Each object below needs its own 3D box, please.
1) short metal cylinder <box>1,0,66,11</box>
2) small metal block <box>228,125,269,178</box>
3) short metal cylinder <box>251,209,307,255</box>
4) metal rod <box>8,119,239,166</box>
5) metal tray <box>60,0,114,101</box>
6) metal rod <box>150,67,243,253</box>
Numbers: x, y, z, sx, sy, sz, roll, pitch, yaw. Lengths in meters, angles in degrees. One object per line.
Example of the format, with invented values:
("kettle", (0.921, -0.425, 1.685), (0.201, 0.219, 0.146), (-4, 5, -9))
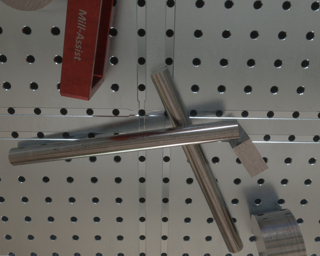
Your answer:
("short metal cylinder", (-0.139, -0.169, 0.336), (0.081, 0.050, 0.079), (0, 110, -1))
("small metal block", (0.114, 0.030, 0.413), (0.025, 0.050, 0.050), (-33, 107, 11))
("short metal cylinder", (0.168, 0.161, 0.446), (0.050, 0.080, 0.079), (-11, 110, 4))
("metal rod", (-0.053, 0.020, 0.402), (0.301, 0.025, 0.025), (-7, 110, 9))
("metal tray", (-0.077, -0.104, 0.339), (0.030, 0.090, 0.129), (10, 110, -4))
("metal rod", (0.058, 0.057, 0.435), (0.025, 0.025, 0.299), (-22, 109, 7))
